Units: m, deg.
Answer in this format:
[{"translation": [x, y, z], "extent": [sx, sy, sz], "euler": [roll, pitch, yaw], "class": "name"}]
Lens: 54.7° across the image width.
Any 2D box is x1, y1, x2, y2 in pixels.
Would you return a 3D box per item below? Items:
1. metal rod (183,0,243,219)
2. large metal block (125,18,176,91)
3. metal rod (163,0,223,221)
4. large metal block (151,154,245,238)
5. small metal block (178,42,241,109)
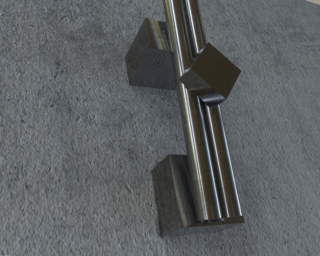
[{"translation": [0.055, -0.047, 0.370], "extent": [0.025, 0.025, 0.299], "euler": [3, 67, -27], "class": "metal rod"}, {"translation": [0.005, -0.098, 0.432], "extent": [0.081, 0.080, 0.050], "euler": [3, 61, -27], "class": "large metal block"}, {"translation": [0.031, -0.048, 0.358], "extent": [0.025, 0.025, 0.299], "euler": [3, 67, -27], "class": "metal rod"}, {"translation": [0.041, 0.079, 0.362], "extent": [0.081, 0.050, 0.080], "euler": [5, 60, -26], "class": "large metal block"}, {"translation": [0.057, -0.059, 0.346], "extent": [0.050, 0.025, 0.050], "euler": [39, 56, -9], "class": "small metal block"}]
